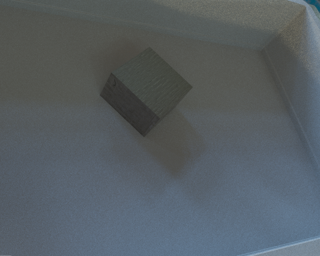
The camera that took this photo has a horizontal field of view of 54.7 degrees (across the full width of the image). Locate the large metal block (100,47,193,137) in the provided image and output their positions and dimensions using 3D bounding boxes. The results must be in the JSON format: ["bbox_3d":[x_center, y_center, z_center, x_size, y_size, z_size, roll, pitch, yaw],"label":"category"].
[{"bbox_3d":[-0.017,-0.049,0.412,0.080,0.050,0.080,44,51,1],"label":"large metal block"}]
